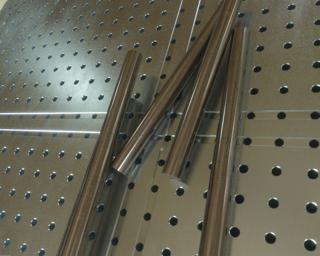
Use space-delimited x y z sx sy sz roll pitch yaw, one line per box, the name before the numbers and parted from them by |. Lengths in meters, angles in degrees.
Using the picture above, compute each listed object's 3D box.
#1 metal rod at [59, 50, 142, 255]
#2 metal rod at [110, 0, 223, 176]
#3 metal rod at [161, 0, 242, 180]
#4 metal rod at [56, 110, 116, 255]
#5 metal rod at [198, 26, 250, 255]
metal rod | -0.071 0.023 0.408 0.025 0.025 0.300 0 62 28
metal rod | 0.025 -0.067 0.436 0.025 0.025 0.300 24 74 36
metal rod | 0.064 -0.077 0.408 0.025 0.025 0.300 10 71 32
metal rod | -0.091 0.078 0.409 0.025 0.025 0.300 1 62 28
metal rod | 0.081 0.000 0.366 0.025 0.025 0.300 -1 61 28
